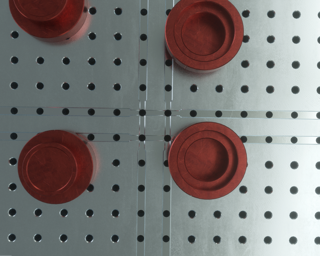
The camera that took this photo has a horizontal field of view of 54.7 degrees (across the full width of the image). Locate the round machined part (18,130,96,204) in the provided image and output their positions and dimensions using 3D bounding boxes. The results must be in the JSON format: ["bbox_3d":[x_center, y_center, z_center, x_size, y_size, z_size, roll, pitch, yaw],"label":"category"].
[{"bbox_3d":[-0.137,0.051,0.403,0.099,0.042,0.097,0,90,-1],"label":"round machined part"}]

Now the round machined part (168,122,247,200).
[{"bbox_3d":[0.059,0.041,0.406,0.099,0.042,0.097,0,90,-1],"label":"round machined part"}]

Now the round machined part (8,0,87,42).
[{"bbox_3d":[-0.148,-0.166,0.403,0.099,0.042,0.097,0,90,-1],"label":"round machined part"}]

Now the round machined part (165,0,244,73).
[{"bbox_3d":[0.055,-0.120,0.406,0.099,0.042,0.097,0,90,-1],"label":"round machined part"}]
